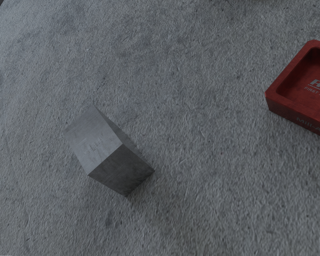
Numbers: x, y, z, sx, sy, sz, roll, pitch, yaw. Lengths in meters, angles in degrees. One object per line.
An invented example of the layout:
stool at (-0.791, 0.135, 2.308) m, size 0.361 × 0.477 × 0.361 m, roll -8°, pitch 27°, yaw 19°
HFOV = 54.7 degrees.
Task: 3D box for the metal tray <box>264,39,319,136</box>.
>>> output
metal tray at (0.190, -0.033, 0.320) m, size 0.090 × 0.030 × 0.130 m, roll -49°, pitch 52°, yaw -6°

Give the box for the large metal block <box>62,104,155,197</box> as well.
large metal block at (-0.062, 0.029, 0.384) m, size 0.050 × 0.080 × 0.080 m, roll -42°, pitch 51°, yaw -1°
